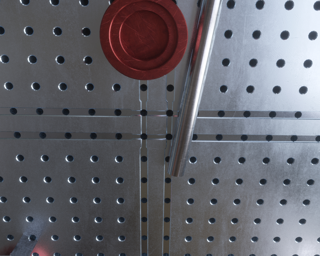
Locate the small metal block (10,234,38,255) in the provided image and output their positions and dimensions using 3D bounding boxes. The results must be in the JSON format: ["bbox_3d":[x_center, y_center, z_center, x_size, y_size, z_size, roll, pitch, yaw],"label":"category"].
[{"bbox_3d":[-0.217,0.202,0.472,0.025,0.050,0.050,30,107,-10],"label":"small metal block"}]

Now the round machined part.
[{"bbox_3d":[-0.018,-0.108,0.364,0.099,0.042,0.097,0,110,0],"label":"round machined part"}]

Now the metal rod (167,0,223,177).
[{"bbox_3d":[0.047,-0.075,0.385,0.025,0.025,0.298,9,110,-4],"label":"metal rod"}]
